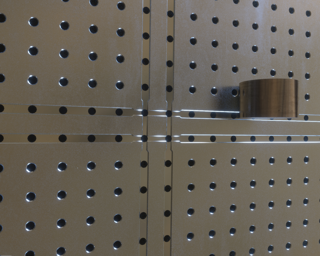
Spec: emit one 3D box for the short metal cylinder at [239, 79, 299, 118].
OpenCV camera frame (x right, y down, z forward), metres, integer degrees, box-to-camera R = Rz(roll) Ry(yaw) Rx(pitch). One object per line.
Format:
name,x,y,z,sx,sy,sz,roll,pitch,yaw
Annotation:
short metal cylinder,0.153,-0.039,0.439,0.081,0.080,0.050,0,90,-20
